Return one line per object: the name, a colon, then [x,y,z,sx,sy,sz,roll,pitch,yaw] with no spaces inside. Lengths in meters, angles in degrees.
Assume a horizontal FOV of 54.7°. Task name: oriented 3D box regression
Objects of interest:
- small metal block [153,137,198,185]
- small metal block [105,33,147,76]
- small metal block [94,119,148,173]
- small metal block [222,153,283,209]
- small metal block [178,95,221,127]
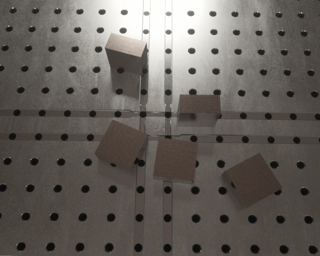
small metal block: [0.020,0.042,0.396,0.050,0.025,0.050,8,70,2]
small metal block: [-0.046,-0.102,0.435,0.050,0.050,0.025,16,71,5]
small metal block: [-0.049,0.024,0.402,0.050,0.025,0.050,23,71,7]
small metal block: [0.114,0.067,0.389,0.050,0.025,0.050,-26,72,-10]
small metal block: [0.050,-0.022,0.407,0.050,0.050,0.025,1,70,0]
